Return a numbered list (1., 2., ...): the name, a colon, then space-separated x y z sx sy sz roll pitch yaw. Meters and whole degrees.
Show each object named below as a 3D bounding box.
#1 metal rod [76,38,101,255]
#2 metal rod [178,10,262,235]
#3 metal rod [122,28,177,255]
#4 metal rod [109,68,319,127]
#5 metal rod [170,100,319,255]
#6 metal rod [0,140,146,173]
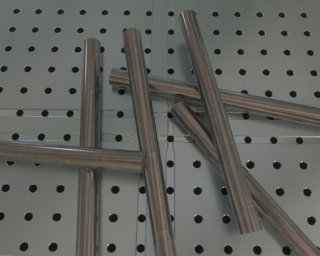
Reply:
1. metal rod: -0.092 0.015 0.405 0.025 0.025 0.299 -3 70 -1
2. metal rod: 0.069 -0.022 0.392 0.025 0.025 0.299 -11 70 -4
3. metal rod: -0.015 0.014 0.389 0.025 0.025 0.299 -9 77 -3
4. metal rod: 0.079 -0.042 0.427 0.301 0.025 0.025 12 71 4
5. metal rod: 0.117 0.081 0.382 0.025 0.025 0.300 -37 74 -12
6. metal rod: -0.168 0.030 0.381 0.301 0.025 0.025 4 70 8
